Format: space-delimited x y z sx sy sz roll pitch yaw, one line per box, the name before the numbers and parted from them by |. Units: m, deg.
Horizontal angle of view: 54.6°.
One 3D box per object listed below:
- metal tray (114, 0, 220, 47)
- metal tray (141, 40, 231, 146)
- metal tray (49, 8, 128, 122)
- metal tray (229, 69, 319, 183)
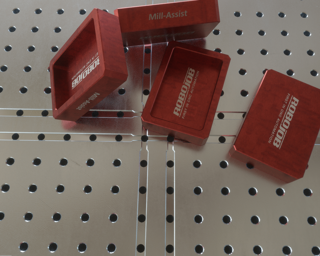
metal tray | 0.007 -0.142 0.426 0.131 0.090 0.030 -7 94 -3
metal tray | 0.037 -0.050 0.427 0.090 0.030 0.130 17 71 6
metal tray | -0.095 -0.073 0.389 0.030 0.130 0.090 8 63 -42
metal tray | 0.159 -0.005 0.412 0.090 0.030 0.130 25 72 9
